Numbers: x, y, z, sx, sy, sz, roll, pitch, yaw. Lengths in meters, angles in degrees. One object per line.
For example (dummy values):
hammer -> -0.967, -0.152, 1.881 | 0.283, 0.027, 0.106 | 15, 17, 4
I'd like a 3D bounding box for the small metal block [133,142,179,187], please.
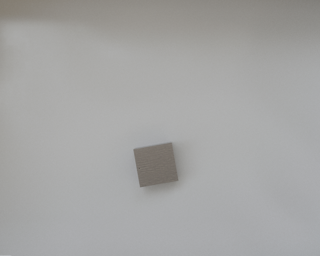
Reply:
small metal block -> -0.005, 0.048, 0.411 | 0.050, 0.025, 0.050 | -10, 90, 0
